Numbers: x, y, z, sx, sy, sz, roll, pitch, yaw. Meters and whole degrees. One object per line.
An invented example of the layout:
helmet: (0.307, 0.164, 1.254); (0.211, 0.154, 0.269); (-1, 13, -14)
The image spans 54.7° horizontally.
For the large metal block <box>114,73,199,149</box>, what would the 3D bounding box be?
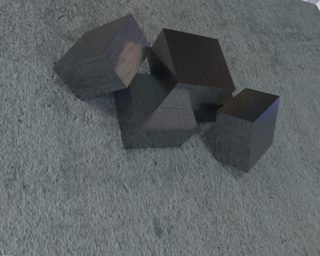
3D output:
large metal block: (-0.007, -0.021, 0.397); (0.081, 0.050, 0.080); (0, 62, -29)

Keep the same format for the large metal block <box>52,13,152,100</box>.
large metal block: (-0.068, -0.086, 0.378); (0.050, 0.080, 0.080); (55, 43, -33)

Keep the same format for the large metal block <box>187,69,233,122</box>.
large metal block: (0.053, -0.056, 0.454); (0.081, 0.050, 0.080); (0, 62, -29)

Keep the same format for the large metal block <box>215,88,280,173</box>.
large metal block: (0.120, 0.001, 0.428); (0.050, 0.079, 0.081); (22, 41, 34)

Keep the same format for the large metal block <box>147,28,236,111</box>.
large metal block: (0.037, -0.070, 0.387); (0.081, 0.050, 0.080); (2, 61, -28)
